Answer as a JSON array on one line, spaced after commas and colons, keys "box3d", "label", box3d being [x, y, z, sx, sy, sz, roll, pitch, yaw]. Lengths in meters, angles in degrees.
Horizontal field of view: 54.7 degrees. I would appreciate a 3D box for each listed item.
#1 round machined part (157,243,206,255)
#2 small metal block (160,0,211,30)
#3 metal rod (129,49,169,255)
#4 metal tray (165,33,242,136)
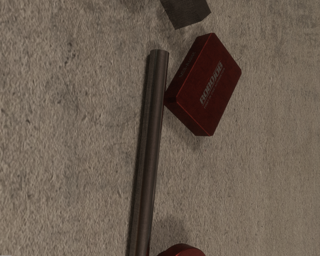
[{"box3d": [0.019, 0.203, 0.411, 0.099, 0.042, 0.097, -1, 91, -42], "label": "round machined part"}, {"box3d": [0.033, -0.166, 0.418, 0.025, 0.050, 0.050, -48, 119, -30], "label": "small metal block"}, {"box3d": [-0.015, 0.049, 0.393, 0.025, 0.025, 0.298, 10, 84, -40], "label": "metal rod"}, {"box3d": [0.067, -0.064, 0.460, 0.090, 0.030, 0.130, 43, 64, -32], "label": "metal tray"}]
